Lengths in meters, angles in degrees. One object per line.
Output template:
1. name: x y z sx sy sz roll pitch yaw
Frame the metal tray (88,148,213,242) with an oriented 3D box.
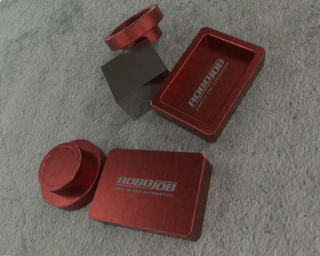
1. metal tray: -0.011 0.073 0.361 0.130 0.030 0.090 1 62 28

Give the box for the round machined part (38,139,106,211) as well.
1. round machined part: -0.124 0.059 0.420 0.098 0.042 0.098 -13 56 20

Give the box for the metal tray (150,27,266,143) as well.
1. metal tray: 0.061 -0.057 0.389 0.090 0.030 0.130 29 77 22

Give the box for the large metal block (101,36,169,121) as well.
1. large metal block: -0.028 -0.071 0.444 0.080 0.050 0.080 -33 53 7

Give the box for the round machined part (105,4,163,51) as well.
1. round machined part: -0.035 -0.148 0.485 0.098 0.042 0.098 -28 26 15
